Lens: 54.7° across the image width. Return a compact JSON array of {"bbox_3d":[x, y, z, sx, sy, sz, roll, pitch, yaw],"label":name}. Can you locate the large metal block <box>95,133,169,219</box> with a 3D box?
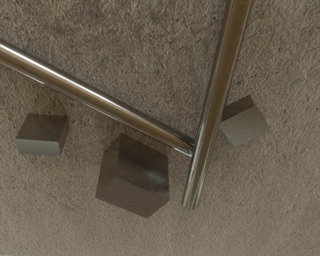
[{"bbox_3d":[-0.035,0.065,0.426,0.080,0.080,0.050,29,124,-23],"label":"large metal block"}]

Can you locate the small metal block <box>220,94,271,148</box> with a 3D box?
[{"bbox_3d":[0.107,-0.008,0.402,0.050,0.025,0.050,-28,125,21],"label":"small metal block"}]

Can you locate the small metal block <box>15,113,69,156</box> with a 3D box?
[{"bbox_3d":[-0.148,0.008,0.395,0.050,0.050,0.025,4,130,-4],"label":"small metal block"}]

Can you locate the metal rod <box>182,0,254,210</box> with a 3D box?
[{"bbox_3d":[0.062,-0.012,0.375,0.025,0.025,0.298,5,123,-5],"label":"metal rod"}]

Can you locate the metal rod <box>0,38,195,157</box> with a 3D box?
[{"bbox_3d":[-0.073,-0.032,0.378,0.301,0.025,0.025,27,125,-22],"label":"metal rod"}]
